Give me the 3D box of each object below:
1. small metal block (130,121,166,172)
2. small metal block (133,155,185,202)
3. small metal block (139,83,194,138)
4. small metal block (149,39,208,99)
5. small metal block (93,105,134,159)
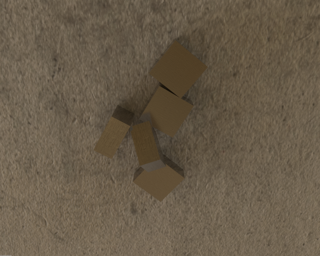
[{"bbox_3d":[-0.014,0.025,0.390,0.025,0.050,0.050,-18,71,4],"label":"small metal block"},{"bbox_3d":[-0.002,0.067,0.434,0.050,0.025,0.050,39,105,-14],"label":"small metal block"},{"bbox_3d":[0.008,-0.024,0.401,0.050,0.025,0.050,29,107,-11],"label":"small metal block"},{"bbox_3d":[0.022,-0.074,0.383,0.050,0.025,0.050,37,105,-13],"label":"small metal block"},{"bbox_3d":[-0.058,0.004,0.397,0.025,0.050,0.050,28,108,-9],"label":"small metal block"}]
